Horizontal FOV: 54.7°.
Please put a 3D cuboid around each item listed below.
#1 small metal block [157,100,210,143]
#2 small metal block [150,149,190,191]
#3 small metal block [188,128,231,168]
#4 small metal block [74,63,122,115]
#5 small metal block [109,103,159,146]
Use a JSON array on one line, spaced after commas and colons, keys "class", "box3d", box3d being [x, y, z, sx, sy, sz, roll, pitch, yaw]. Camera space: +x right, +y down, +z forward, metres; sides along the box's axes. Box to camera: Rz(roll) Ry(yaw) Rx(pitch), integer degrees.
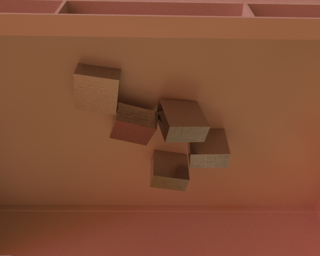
[{"class": "small metal block", "box3d": [0.027, -0.009, 0.379, 0.050, 0.050, 0.025, 0, 132, -18]}, {"class": "small metal block", "box3d": [0.013, 0.060, 0.444, 0.050, 0.050, 0.025, 9, 130, -8]}, {"class": "small metal block", "box3d": [0.064, 0.026, 0.415, 0.050, 0.050, 0.025, -1, 130, 0]}, {"class": "small metal block", "box3d": [-0.074, -0.046, 0.369, 0.050, 0.025, 0.050, 7, 130, -6]}, {"class": "small metal block", "box3d": [-0.034, -0.004, 0.394, 0.050, 0.025, 0.050, 13, 150, -12]}]
